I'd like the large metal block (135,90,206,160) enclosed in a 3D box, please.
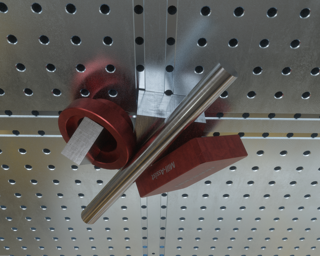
[{"bbox_3d":[0.007,0.003,0.398,0.081,0.050,0.079,7,130,-6],"label":"large metal block"}]

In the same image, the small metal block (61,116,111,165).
[{"bbox_3d":[-0.085,0.016,0.371,0.025,0.050,0.050,33,88,6],"label":"small metal block"}]

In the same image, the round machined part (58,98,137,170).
[{"bbox_3d":[-0.072,0.003,0.384,0.098,0.042,0.097,17,136,18],"label":"round machined part"}]

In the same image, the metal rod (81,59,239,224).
[{"bbox_3d":[-0.019,0.036,0.376,0.025,0.025,0.298,28,125,-22],"label":"metal rod"}]

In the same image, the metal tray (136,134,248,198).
[{"bbox_3d":[0.038,0.052,0.409,0.091,0.030,0.129,-2,154,-41],"label":"metal tray"}]
